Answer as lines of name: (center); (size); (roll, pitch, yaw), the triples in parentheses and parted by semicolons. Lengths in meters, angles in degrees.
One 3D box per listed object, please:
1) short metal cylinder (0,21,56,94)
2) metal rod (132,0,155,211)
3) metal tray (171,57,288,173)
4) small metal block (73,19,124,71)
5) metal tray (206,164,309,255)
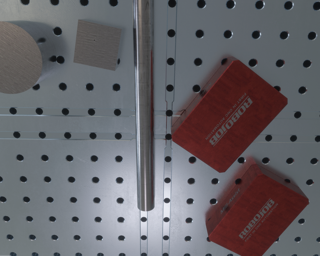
short metal cylinder: (-0.171, -0.085, 0.367); (0.081, 0.050, 0.079); (0, 110, 0)
metal rod: (-0.020, -0.024, 0.404); (0.025, 0.025, 0.298); (0, 110, 0)
metal tray: (0.087, -0.015, 0.406); (0.090, 0.030, 0.129); (35, 106, -12)
small metal block: (-0.074, -0.101, 0.376); (0.050, 0.025, 0.050); (11, 110, -5)
metal tray: (0.141, 0.128, 0.459); (0.090, 0.030, 0.129); (29, 107, -11)
